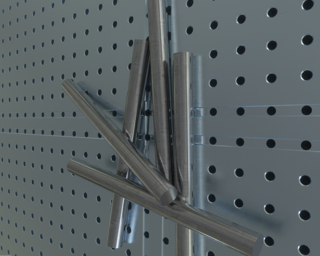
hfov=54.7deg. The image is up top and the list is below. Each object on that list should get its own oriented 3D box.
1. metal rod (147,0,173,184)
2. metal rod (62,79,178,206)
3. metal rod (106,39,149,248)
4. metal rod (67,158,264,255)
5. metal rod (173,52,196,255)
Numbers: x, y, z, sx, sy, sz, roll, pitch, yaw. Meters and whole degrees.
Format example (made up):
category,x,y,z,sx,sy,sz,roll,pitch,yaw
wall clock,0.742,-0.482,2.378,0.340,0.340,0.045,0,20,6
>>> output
category,x,y,z,sx,sy,sz,roll,pitch,yaw
metal rod,0.002,-0.041,0.405,0.025,0.025,0.298,-5,87,39
metal rod,-0.075,0.001,0.439,0.300,0.025,0.025,42,115,41
metal rod,-0.045,0.027,0.444,0.025,0.025,0.298,15,99,39
metal rod,-0.020,0.086,0.389,0.300,0.025,0.025,14,99,38
metal rod,0.030,0.058,0.382,0.025,0.025,0.298,-1,89,39
